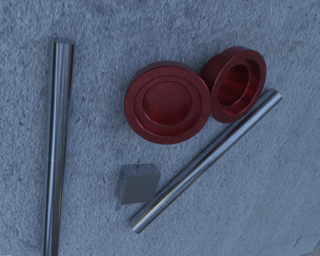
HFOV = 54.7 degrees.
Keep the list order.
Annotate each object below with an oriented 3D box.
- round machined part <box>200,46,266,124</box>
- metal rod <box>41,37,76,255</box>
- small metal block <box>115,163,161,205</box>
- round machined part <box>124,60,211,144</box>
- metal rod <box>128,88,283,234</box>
[{"bbox_3d":[0.088,-0.058,0.401,0.099,0.042,0.097,-21,128,-29],"label":"round machined part"},{"bbox_3d":[-0.124,0.046,0.367,0.025,0.025,0.298,-2,119,-28],"label":"metal rod"},{"bbox_3d":[-0.031,0.079,0.439,0.050,0.025,0.050,1,118,-29],"label":"small metal block"},{"bbox_3d":[0.008,-0.032,0.366,0.099,0.042,0.097,-1,118,-2],"label":"round machined part"},{"bbox_3d":[0.068,0.051,0.476,0.300,0.025,0.025,-44,130,2],"label":"metal rod"}]
